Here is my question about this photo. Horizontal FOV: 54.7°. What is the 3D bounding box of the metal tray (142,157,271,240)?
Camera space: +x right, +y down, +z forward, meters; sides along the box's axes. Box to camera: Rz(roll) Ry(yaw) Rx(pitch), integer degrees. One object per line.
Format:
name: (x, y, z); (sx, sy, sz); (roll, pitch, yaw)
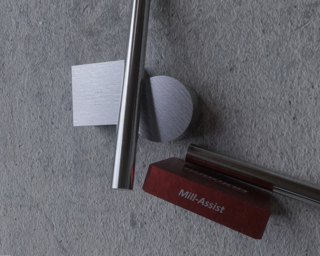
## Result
metal tray: (0.057, 0.073, 0.354); (0.130, 0.090, 0.030); (19, 97, 18)

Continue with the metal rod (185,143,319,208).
metal rod: (0.173, 0.075, 0.348); (0.301, 0.025, 0.025); (18, 96, 18)

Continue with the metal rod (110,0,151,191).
metal rod: (-0.031, -0.077, 0.373); (0.025, 0.025, 0.299); (-2, 72, 19)

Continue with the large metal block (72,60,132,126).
large metal block: (-0.069, -0.044, 0.419); (0.080, 0.050, 0.079); (-2, 89, 19)

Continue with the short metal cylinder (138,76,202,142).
short metal cylinder: (0.008, -0.023, 0.392); (0.080, 0.050, 0.079); (0, 90, 19)
